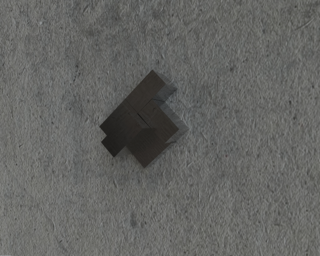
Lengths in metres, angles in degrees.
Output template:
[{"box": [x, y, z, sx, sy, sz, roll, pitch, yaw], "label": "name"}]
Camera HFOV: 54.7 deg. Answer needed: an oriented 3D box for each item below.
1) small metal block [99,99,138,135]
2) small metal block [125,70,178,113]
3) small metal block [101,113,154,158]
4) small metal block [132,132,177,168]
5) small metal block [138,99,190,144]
[{"box": [-0.044, -0.010, 0.411, 0.050, 0.050, 0.025, -45, 76, 14], "label": "small metal block"}, {"box": [-0.010, -0.044, 0.399, 0.050, 0.050, 0.025, -45, 76, 14], "label": "small metal block"}, {"box": [-0.036, 0.008, 0.382, 0.050, 0.050, 0.025, -45, 76, 14], "label": "small metal block"}, {"box": [-0.015, 0.018, 0.415, 0.050, 0.025, 0.050, -44, 77, 14], "label": "small metal block"}, {"box": [0.006, -0.008, 0.394, 0.025, 0.050, 0.050, -45, 77, 14], "label": "small metal block"}]
